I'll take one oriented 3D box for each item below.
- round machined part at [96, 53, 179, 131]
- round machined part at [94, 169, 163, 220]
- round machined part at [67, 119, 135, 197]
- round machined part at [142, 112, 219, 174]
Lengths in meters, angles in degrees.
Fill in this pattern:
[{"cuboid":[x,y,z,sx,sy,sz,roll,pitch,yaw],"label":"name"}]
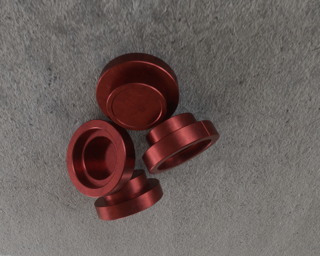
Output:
[{"cuboid":[-0.026,-0.035,0.366,0.099,0.042,0.097,0,130,0],"label":"round machined part"},{"cuboid":[-0.048,0.091,0.448,0.098,0.098,0.042,-17,95,14],"label":"round machined part"},{"cuboid":[-0.072,0.039,0.405,0.098,0.098,0.042,-32,160,24],"label":"round machined part"},{"cuboid":[0.021,0.016,0.388,0.099,0.042,0.098,-26,163,-8],"label":"round machined part"}]
